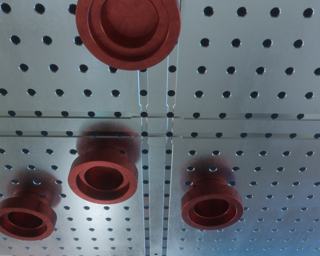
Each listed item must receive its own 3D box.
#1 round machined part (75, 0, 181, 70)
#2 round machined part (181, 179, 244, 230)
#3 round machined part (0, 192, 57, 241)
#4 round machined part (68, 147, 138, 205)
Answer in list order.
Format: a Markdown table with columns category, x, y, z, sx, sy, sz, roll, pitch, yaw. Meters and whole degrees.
| category | x | y | z | sx | sy | sz | roll | pitch | yaw |
| --- | --- | --- | --- | --- | --- | --- | --- | --- | --- |
| round machined part | -0.029 | -0.110 | 0.307 | 0.099 | 0.042 | 0.097 | 0 | 130 | 0 |
| round machined part | 0.083 | 0.121 | 0.504 | 0.099 | 0.042 | 0.097 | 0 | 130 | 0 |
| round machined part | -0.223 | 0.145 | 0.522 | 0.099 | 0.042 | 0.097 | 0 | 130 | 0 |
| round machined part | -0.081 | 0.066 | 0.456 | 0.099 | 0.042 | 0.097 | 0 | 130 | 0 |
